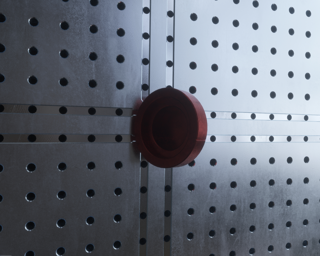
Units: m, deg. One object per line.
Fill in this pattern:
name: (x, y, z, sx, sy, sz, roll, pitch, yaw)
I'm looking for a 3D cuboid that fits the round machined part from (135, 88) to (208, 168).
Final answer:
round machined part: (0.018, 0.001, 0.390, 0.042, 0.098, 0.097, 4, 88, -51)
